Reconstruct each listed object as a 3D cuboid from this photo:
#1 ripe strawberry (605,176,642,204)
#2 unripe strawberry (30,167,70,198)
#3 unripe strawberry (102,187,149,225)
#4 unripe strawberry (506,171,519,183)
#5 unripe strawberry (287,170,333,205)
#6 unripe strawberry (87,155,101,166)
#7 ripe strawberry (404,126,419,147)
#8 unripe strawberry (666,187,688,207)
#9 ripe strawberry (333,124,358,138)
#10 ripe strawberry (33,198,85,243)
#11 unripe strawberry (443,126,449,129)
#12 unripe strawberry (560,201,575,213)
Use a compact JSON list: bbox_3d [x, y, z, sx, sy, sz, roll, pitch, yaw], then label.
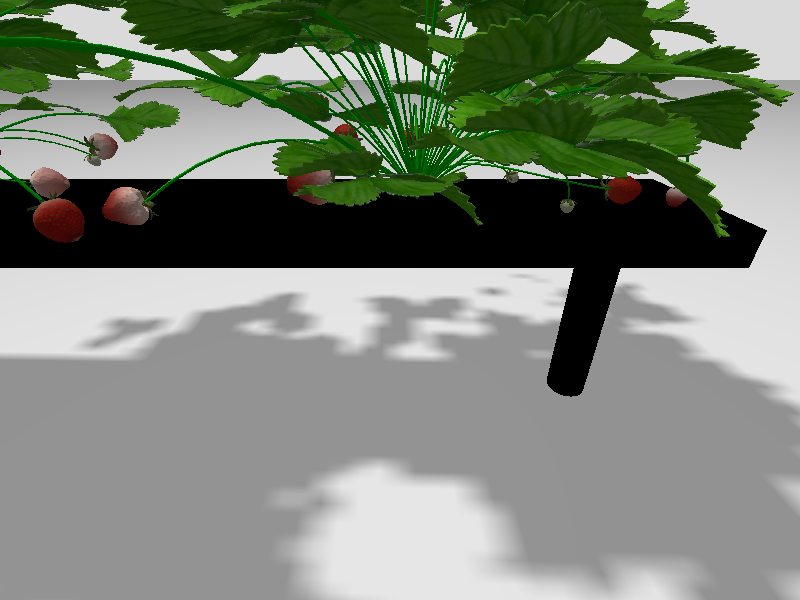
[{"bbox_3d":[0.186,-0.092,0.332,0.027,0.023,0.027,3,31,5],"label":"ripe strawberry"},{"bbox_3d":[-0.305,-0.103,0.351,0.026,0.025,0.024,-1,30,-2],"label":"unripe strawberry"},{"bbox_3d":[-0.194,-0.065,0.283,0.028,0.027,0.030,-15,33,-13],"label":"unripe strawberry"},{"bbox_3d":[0.111,-0.121,0.393,0.013,0.011,0.013,14,19,-36],"label":"unripe strawberry"},{"bbox_3d":[-0.073,-0.096,0.325,0.037,0.037,0.041,-7,31,-11],"label":"unripe strawberry"},{"bbox_3d":[-0.350,-0.159,0.459,0.014,0.013,0.013,19,53,29],"label":"unripe strawberry"},{"bbox_3d":[0.017,-0.228,0.563,0.030,0.025,0.030,0,-17,0],"label":"ripe strawberry"},{"bbox_3d":[0.214,-0.080,0.310,0.015,0.015,0.014,6,31,10],"label":"unripe strawberry"},{"bbox_3d":[-0.070,-0.199,0.500,0.034,0.039,0.037,-13,31,-21],"label":"ripe strawberry"},{"bbox_3d":[-0.222,-0.051,0.264,0.028,0.028,0.026,-35,8,38],"label":"ripe strawberry"},{"bbox_3d":[0.070,-0.261,0.610,0.009,0.010,0.010,5,31,9],"label":"unripe strawberry"},{"bbox_3d":[0.124,-0.069,0.298,0.010,0.010,0.009,15,34,24],"label":"unripe strawberry"}]
